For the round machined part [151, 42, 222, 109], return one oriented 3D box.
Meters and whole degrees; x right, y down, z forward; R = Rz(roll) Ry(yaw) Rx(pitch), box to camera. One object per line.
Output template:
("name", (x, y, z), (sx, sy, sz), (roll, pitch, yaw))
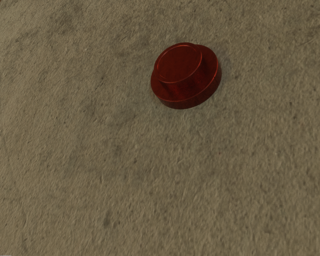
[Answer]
("round machined part", (0.031, -0.078, 0.423), (0.098, 0.042, 0.098), (-13, 56, 20))
